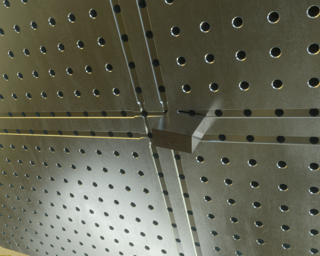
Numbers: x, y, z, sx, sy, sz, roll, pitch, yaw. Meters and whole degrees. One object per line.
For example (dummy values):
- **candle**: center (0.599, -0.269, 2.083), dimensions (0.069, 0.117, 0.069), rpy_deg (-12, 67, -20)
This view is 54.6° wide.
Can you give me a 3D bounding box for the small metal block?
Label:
- **small metal block**: center (0.024, 0.003, 0.385), dimensions (0.050, 0.050, 0.025), rpy_deg (10, 123, 23)
